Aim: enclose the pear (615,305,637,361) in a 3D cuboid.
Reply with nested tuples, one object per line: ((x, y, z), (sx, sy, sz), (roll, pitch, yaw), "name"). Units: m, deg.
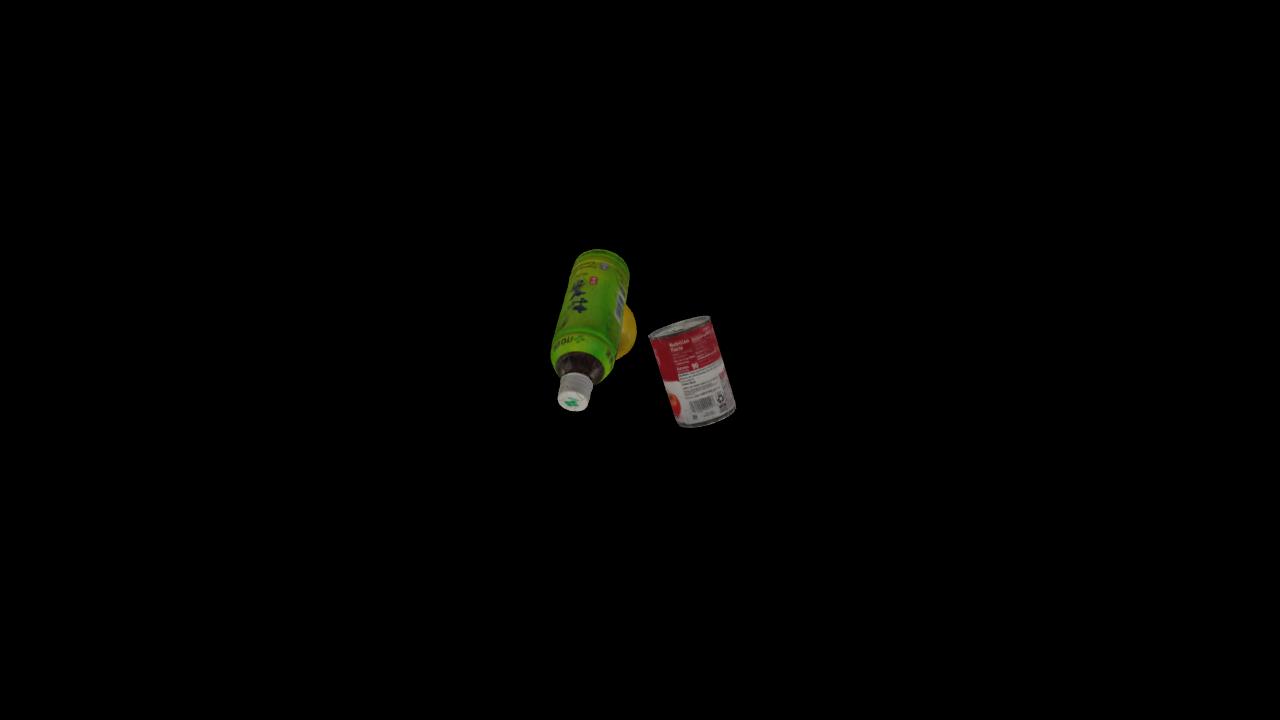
((-0.047, -0.053, 0.726), (0.080, 0.080, 0.111), (0, 44, -24), "pear")

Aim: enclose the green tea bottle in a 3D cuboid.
((-0.054, -0.034, 0.663), (0.073, 0.073, 0.212), (0, 44, 5), "green tea bottle")

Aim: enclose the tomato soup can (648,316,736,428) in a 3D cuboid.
((0.056, 0.012, 0.641), (0.068, 0.101, 0.068), (-18, 10, 3), "tomato soup can")
